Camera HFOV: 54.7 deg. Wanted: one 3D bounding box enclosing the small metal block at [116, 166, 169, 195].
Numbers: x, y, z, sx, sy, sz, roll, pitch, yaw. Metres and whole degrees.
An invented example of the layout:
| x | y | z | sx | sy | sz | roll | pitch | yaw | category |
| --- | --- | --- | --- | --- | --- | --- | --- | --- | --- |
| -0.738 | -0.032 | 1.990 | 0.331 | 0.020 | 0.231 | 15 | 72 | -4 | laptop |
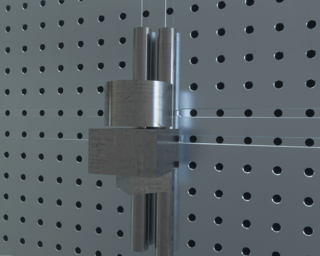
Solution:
| x | y | z | sx | sy | sz | roll | pitch | yaw | category |
| --- | --- | --- | --- | --- | --- | --- | --- | --- | --- |
| -0.022 | 0.063 | 0.382 | 0.050 | 0.050 | 0.025 | 1 | 91 | -25 | small metal block |

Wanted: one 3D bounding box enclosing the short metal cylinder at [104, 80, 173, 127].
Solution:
| x | y | z | sx | sy | sz | roll | pitch | yaw | category |
| --- | --- | --- | --- | --- | --- | --- | --- | --- | --- |
| -0.025 | -0.027 | 0.369 | 0.080 | 0.080 | 0.050 | 1 | 91 | 19 | short metal cylinder |

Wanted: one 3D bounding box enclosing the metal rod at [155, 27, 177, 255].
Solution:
| x | y | z | sx | sy | sz | roll | pitch | yaw | category |
| --- | --- | --- | --- | --- | --- | --- | --- | --- | --- |
| 0.007 | 0.020 | 0.410 | 0.025 | 0.025 | 0.298 | 1 | 90 | 19 | metal rod |

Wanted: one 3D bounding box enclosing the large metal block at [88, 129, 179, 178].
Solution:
| x | y | z | sx | sy | sz | roll | pitch | yaw | category |
| --- | --- | --- | --- | --- | --- | --- | --- | --- | --- |
| -0.027 | 0.026 | 0.366 | 0.080 | 0.080 | 0.050 | 1 | 90 | 19 | large metal block |

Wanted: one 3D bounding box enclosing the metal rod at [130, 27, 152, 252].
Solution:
| x | y | z | sx | sy | sz | roll | pitch | yaw | category |
| --- | --- | --- | --- | --- | --- | --- | --- | --- | --- |
| -0.026 | 0.015 | 0.422 | 0.025 | 0.025 | 0.298 | 1 | 90 | 19 | metal rod |
